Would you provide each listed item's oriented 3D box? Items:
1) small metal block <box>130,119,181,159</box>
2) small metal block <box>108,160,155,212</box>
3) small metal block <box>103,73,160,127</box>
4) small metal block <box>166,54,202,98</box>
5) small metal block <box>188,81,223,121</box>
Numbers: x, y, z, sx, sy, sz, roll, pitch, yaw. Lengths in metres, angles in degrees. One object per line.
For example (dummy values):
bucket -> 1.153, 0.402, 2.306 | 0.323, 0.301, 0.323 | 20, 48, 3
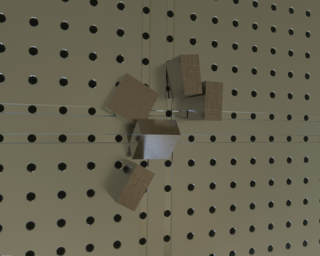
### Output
small metal block -> -0.008, 0.015, 0.394 | 0.050, 0.050, 0.025 | 1, 49, -20
small metal block -> -0.036, 0.070, 0.386 | 0.025, 0.050, 0.050 | 32, 80, -17
small metal block -> -0.037, -0.034, 0.399 | 0.050, 0.025, 0.050 | 32, 80, -17
small metal block -> 0.031, -0.067, 0.410 | 0.025, 0.050, 0.050 | -7, 93, -20
small metal block -> 0.061, -0.035, 0.421 | 0.025, 0.050, 0.050 | 2, 89, -20
